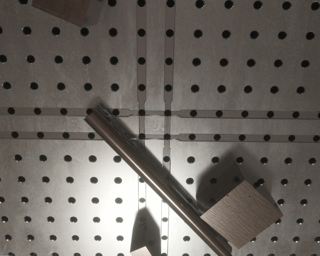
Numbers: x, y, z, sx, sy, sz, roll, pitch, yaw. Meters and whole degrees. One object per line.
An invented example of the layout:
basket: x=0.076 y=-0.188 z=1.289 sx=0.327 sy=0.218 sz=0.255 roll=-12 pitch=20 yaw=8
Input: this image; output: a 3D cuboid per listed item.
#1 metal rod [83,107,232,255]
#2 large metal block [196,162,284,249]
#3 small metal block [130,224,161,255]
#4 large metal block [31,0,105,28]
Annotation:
metal rod: x=0.006 y=0.088 z=0.445 sx=0.025 sy=0.025 sz=0.300 roll=-38 pitch=106 yaw=13
large metal block: x=0.111 y=0.111 z=0.443 sx=0.080 sy=0.050 sz=0.080 roll=42 pitch=104 yaw=-14
small metal block: x=-0.020 y=0.183 z=0.468 sx=0.025 sy=0.050 sz=0.050 roll=-25 pitch=108 yaw=9
large metal block: x=-0.085 y=-0.156 z=0.325 sx=0.050 sy=0.080 sz=0.079 roll=22 pitch=109 yaw=-8
